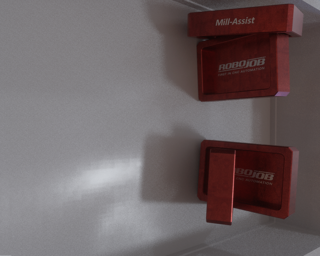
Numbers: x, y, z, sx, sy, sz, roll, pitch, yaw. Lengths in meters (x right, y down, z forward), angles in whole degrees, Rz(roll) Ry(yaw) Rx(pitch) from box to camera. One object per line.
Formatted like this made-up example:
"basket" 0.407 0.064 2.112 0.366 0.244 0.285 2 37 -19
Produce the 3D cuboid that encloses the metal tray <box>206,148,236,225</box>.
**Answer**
"metal tray" 0.088 0.074 0.431 0.130 0.030 0.089 15 78 -75

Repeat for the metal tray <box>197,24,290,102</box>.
"metal tray" 0.110 -0.085 0.430 0.030 0.130 0.089 -4 93 -40

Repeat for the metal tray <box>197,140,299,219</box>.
"metal tray" 0.118 0.066 0.430 0.030 0.130 0.089 5 89 -52

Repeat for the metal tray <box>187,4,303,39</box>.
"metal tray" 0.113 -0.137 0.411 0.091 0.130 0.030 -19 112 -57
